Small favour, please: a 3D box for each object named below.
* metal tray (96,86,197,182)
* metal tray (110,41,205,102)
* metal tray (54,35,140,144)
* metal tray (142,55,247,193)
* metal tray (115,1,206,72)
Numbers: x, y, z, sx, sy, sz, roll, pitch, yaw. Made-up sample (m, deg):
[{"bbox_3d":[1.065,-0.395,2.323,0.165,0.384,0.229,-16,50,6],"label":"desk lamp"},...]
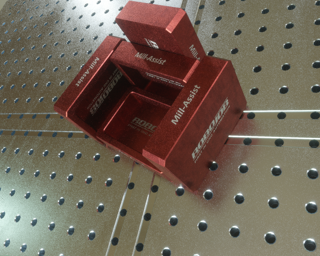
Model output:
[{"bbox_3d":[-0.013,0.002,0.411,0.130,0.030,0.090,24,75,36],"label":"metal tray"},{"bbox_3d":[0.007,-0.062,0.401,0.130,0.090,0.030,24,76,36],"label":"metal tray"},{"bbox_3d":[-0.076,-0.053,0.439,0.030,0.090,0.130,24,75,36],"label":"metal tray"},{"bbox_3d":[0.045,-0.003,0.344,0.030,0.090,0.130,24,75,36],"label":"metal tray"},{"bbox_3d":[0.012,-0.097,0.394,0.090,0.130,0.030,25,76,36],"label":"metal tray"}]
